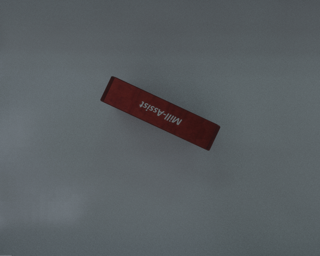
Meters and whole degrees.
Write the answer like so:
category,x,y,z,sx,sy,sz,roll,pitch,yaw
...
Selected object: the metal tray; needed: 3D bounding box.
category,x,y,z,sx,sy,sz,roll,pitch,yaw
metal tray,0.000,-0.016,0.375,0.131,0.090,0.030,25,90,-1
